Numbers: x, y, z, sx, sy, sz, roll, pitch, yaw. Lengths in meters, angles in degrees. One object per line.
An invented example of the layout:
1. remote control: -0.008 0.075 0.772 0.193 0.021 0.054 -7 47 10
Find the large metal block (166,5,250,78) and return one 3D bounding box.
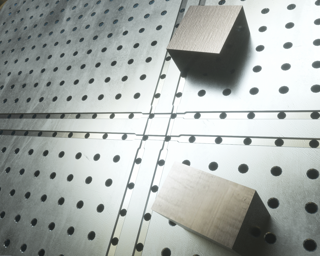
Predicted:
1. large metal block: 0.068 -0.122 0.432 0.080 0.050 0.080 15 70 34

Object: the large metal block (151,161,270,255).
1. large metal block: 0.051 0.081 0.297 0.080 0.080 0.050 17 71 34
